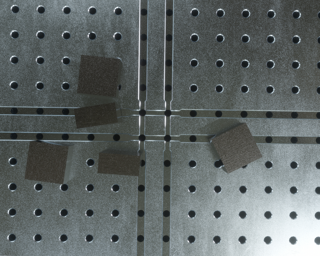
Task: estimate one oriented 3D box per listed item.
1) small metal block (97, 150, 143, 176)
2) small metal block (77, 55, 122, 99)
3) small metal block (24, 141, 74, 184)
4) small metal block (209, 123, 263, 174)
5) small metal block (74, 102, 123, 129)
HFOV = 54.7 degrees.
[{"bbox_3d":[-0.050,0.044,0.400,0.050,0.050,0.025,5,90,-1],"label":"small metal block"},{"bbox_3d":[-0.080,-0.067,0.412,0.050,0.025,0.050,6,90,-1],"label":"small metal block"},{"bbox_3d":[-0.146,0.045,0.412,0.050,0.025,0.050,8,90,-1],"label":"small metal block"},{"bbox_3d":[0.100,0.026,0.415,0.050,0.025,0.050,-26,90,-1],"label":"small metal block"},{"bbox_3d":[-0.078,-0.015,0.400,0.050,0.050,0.025,-9,90,0],"label":"small metal block"}]
